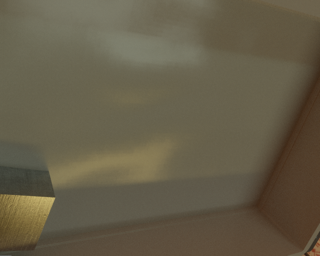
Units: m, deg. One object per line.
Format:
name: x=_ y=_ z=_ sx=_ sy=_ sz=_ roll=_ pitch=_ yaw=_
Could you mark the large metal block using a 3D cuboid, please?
large metal block: x=-0.176 y=0.092 z=0.353 sx=0.081 sy=0.050 sz=0.080 roll=13 pitch=112 yaw=-34
